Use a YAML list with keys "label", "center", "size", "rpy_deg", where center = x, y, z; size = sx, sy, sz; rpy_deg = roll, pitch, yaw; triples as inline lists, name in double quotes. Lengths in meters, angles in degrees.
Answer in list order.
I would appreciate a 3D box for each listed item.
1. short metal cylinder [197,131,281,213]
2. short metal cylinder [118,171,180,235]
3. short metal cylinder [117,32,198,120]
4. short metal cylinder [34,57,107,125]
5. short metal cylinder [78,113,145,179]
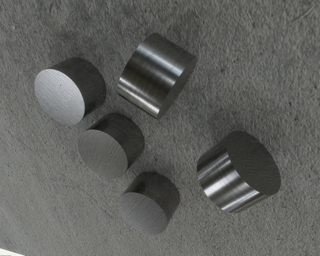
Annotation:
- label: "short metal cylinder"
  center: [0.090, 0.050, 0.355]
  size: [0.080, 0.080, 0.050]
  rpy_deg: [43, 129, -2]
- label: "short metal cylinder"
  center: [-0.016, 0.113, 0.469]
  size: [0.080, 0.050, 0.079]
  rpy_deg: [13, 124, 21]
- label: "short metal cylinder"
  center: [-0.002, -0.055, 0.338]
  size: [0.050, 0.080, 0.079]
  rpy_deg: [33, 129, 6]
- label: "short metal cylinder"
  center: [-0.121, -0.051, 0.423]
  size: [0.080, 0.050, 0.079]
  rpy_deg: [13, 124, 21]
- label: "short metal cylinder"
  center: [-0.069, 0.025, 0.443]
  size: [0.080, 0.050, 0.079]
  rpy_deg: [13, 124, 21]
